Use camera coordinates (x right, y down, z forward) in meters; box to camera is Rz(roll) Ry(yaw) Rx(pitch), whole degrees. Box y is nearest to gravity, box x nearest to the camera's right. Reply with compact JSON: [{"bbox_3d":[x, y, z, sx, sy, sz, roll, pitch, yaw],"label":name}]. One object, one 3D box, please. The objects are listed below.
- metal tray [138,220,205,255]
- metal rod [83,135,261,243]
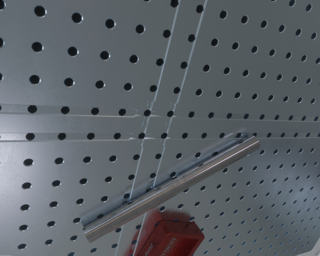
[{"bbox_3d":[0.010,0.228,0.554,0.091,0.030,0.129,19,108,-36],"label":"metal tray"},{"bbox_3d":[0.026,0.089,0.480,0.302,0.025,0.025,-27,128,-12],"label":"metal rod"}]
